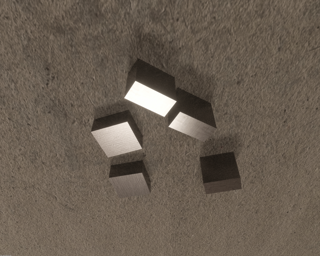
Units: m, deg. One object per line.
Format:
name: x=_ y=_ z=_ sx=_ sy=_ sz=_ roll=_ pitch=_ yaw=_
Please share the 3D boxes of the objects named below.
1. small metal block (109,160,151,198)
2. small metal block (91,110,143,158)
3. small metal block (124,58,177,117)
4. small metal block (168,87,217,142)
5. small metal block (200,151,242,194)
small metal block: x=-0.045 y=0.079 z=0.474 sx=0.050 sy=0.025 sz=0.050 roll=-10 pitch=130 yaw=8
small metal block: x=-0.056 y=0.008 z=0.414 sx=0.050 sy=0.025 sz=0.050 roll=-15 pitch=129 yaw=12
small metal block: x=-0.010 y=-0.046 z=0.351 sx=0.050 sy=0.050 sz=0.025 roll=25 pitch=126 yaw=-20
small metal block: x=0.038 y=-0.017 z=0.377 sx=0.050 sy=0.050 sz=0.025 roll=23 pitch=126 yaw=-19
small metal block: x=0.087 y=0.064 z=0.447 sx=0.050 sy=0.050 sz=0.025 roll=-11 pitch=129 yaw=8
